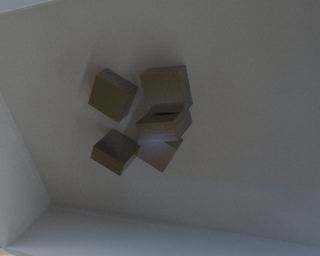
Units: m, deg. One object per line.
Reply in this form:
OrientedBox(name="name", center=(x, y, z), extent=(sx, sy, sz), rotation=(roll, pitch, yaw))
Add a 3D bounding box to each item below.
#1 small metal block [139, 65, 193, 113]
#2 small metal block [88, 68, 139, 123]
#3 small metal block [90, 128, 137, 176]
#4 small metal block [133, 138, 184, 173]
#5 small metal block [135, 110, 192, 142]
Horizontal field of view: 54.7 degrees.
OrientedBox(name="small metal block", center=(0.008, -0.046, 0.375), extent=(0.050, 0.025, 0.050), rotation=(1, 119, 27))
OrientedBox(name="small metal block", center=(-0.063, -0.043, 0.414), extent=(0.050, 0.025, 0.050), rotation=(32, 128, 7))
OrientedBox(name="small metal block", center=(-0.062, 0.034, 0.444), extent=(0.050, 0.050, 0.025), rotation=(30, 128, 8))
OrientedBox(name="small metal block", center=(-0.003, 0.026, 0.425), extent=(0.050, 0.025, 0.050), rotation=(32, 129, 6))
OrientedBox(name="small metal block", center=(0.006, -0.006, 0.384), extent=(0.050, 0.050, 0.025), rotation=(-3, 114, 29))
